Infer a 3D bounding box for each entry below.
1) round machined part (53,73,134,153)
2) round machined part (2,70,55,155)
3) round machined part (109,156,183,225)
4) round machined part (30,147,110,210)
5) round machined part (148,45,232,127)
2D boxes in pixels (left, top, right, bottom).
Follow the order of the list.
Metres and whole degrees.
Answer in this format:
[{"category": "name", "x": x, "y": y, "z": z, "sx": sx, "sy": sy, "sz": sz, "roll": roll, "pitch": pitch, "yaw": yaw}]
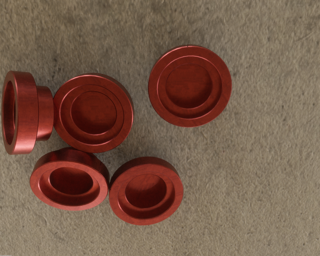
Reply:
[{"category": "round machined part", "x": -0.081, "y": -0.021, "z": 0.391, "sx": 0.099, "sy": 0.042, "sz": 0.097, "roll": 0, "pitch": 108, "yaw": 0}, {"category": "round machined part", "x": -0.158, "y": -0.018, "z": 0.371, "sx": 0.042, "sy": 0.098, "sz": 0.097, "roll": 0, "pitch": 114, "yaw": -36}, {"category": "round machined part", "x": -0.021, "y": 0.081, "z": 0.425, "sx": 0.099, "sy": 0.042, "sz": 0.097, "roll": -4, "pitch": 114, "yaw": -9}, {"category": "round machined part", "x": -0.116, "y": 0.063, "z": 0.413, "sx": 0.099, "sy": 0.042, "sz": 0.097, "roll": -1, "pitch": 129, "yaw": -1}, {"category": "round machined part", "x": 0.035, "y": -0.053, "z": 0.382, "sx": 0.099, "sy": 0.042, "sz": 0.097, "roll": 0, "pitch": 110, "yaw": -1}]
